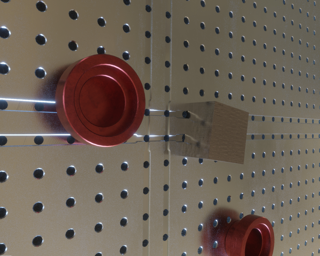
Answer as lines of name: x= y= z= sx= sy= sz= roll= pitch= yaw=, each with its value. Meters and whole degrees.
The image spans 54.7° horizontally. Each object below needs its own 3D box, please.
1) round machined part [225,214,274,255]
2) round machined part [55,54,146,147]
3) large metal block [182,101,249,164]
round machined part: x=0.148 y=0.195 z=0.522 sx=0.099 sy=0.042 sz=0.097 roll=0 pitch=90 yaw=-40
round machined part: x=-0.067 y=-0.029 z=0.341 sx=0.099 sy=0.042 sz=0.097 roll=0 pitch=90 yaw=-40
large metal block: x=0.084 y=0.009 z=0.463 sx=0.081 sy=0.050 sz=0.080 roll=13 pitch=82 yaw=-39
